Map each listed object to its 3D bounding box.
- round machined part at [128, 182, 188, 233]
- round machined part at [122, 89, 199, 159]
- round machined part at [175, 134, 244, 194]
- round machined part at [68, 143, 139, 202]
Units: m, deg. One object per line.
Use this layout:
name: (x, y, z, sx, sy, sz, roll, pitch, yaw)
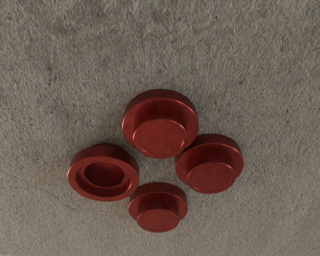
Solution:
round machined part: (-0.003, 0.137, 0.513, 0.099, 0.042, 0.097, 0, 130, 0)
round machined part: (0.001, 0.002, 0.398, 0.099, 0.042, 0.097, 0, 130, 0)
round machined part: (0.071, 0.058, 0.446, 0.099, 0.042, 0.097, 0, 130, 0)
round machined part: (-0.079, 0.060, 0.446, 0.099, 0.042, 0.097, 0, 130, 0)
